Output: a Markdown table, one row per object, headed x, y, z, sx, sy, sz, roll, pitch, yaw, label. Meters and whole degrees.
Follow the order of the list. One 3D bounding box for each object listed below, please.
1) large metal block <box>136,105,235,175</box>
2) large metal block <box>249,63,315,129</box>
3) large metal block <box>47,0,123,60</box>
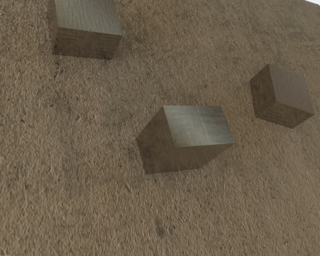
| x | y | z | sx | sy | sz | roll | pitch | yaw | label |
| --- | --- | --- | --- | --- | --- | --- | --- | --- | --- |
| 0.028 | 0.015 | 0.374 | 0.081 | 0.080 | 0.050 | -2 | 63 | -29 | large metal block |
| 0.207 | -0.054 | 0.532 | 0.081 | 0.050 | 0.080 | 15 | 56 | -20 | large metal block |
| -0.104 | -0.143 | 0.419 | 0.081 | 0.050 | 0.080 | -1 | 62 | -29 | large metal block |
